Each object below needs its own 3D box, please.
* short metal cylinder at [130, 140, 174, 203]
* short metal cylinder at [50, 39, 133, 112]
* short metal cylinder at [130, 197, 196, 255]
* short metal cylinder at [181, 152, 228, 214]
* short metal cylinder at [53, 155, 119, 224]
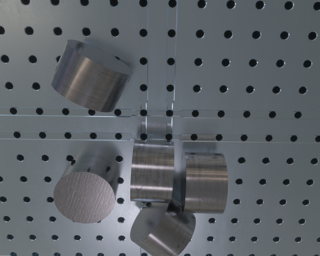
[{"bbox_3d":[-0.010,0.056,0.405,0.050,0.080,0.079,4,110,-2],"label":"short metal cylinder"},{"bbox_3d":[-0.079,-0.061,0.361,0.080,0.080,0.050,27,108,-10],"label":"short metal cylinder"},{"bbox_3d":[0.004,0.138,0.435,0.050,0.080,0.080,42,105,-14],"label":"short metal cylinder"},{"bbox_3d":[0.056,0.072,0.411,0.050,0.080,0.079,2,110,-1],"label":"short metal cylinder"},{"bbox_3d":[-0.099,0.084,0.430,0.081,0.050,0.079,0,110,0],"label":"short metal cylinder"}]
